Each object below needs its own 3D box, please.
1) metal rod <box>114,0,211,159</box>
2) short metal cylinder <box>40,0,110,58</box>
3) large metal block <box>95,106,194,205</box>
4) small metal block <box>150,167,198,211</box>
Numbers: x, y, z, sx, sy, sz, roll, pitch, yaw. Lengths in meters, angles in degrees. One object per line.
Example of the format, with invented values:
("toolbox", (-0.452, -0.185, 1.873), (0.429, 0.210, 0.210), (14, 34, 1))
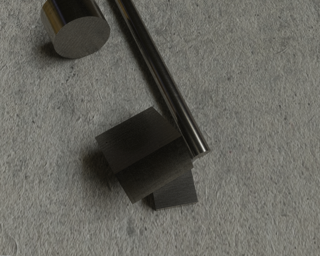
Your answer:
("metal rod", (-0.008, -0.094, 0.442), (0.025, 0.025, 0.299), (-23, 72, -8))
("short metal cylinder", (-0.117, -0.143, 0.430), (0.080, 0.080, 0.050), (-26, 72, -9))
("large metal block", (-0.020, 0.028, 0.364), (0.080, 0.050, 0.080), (-29, 36, -10))
("small metal block", (0.016, 0.072, 0.382), (0.050, 0.025, 0.050), (-9, 70, -4))
